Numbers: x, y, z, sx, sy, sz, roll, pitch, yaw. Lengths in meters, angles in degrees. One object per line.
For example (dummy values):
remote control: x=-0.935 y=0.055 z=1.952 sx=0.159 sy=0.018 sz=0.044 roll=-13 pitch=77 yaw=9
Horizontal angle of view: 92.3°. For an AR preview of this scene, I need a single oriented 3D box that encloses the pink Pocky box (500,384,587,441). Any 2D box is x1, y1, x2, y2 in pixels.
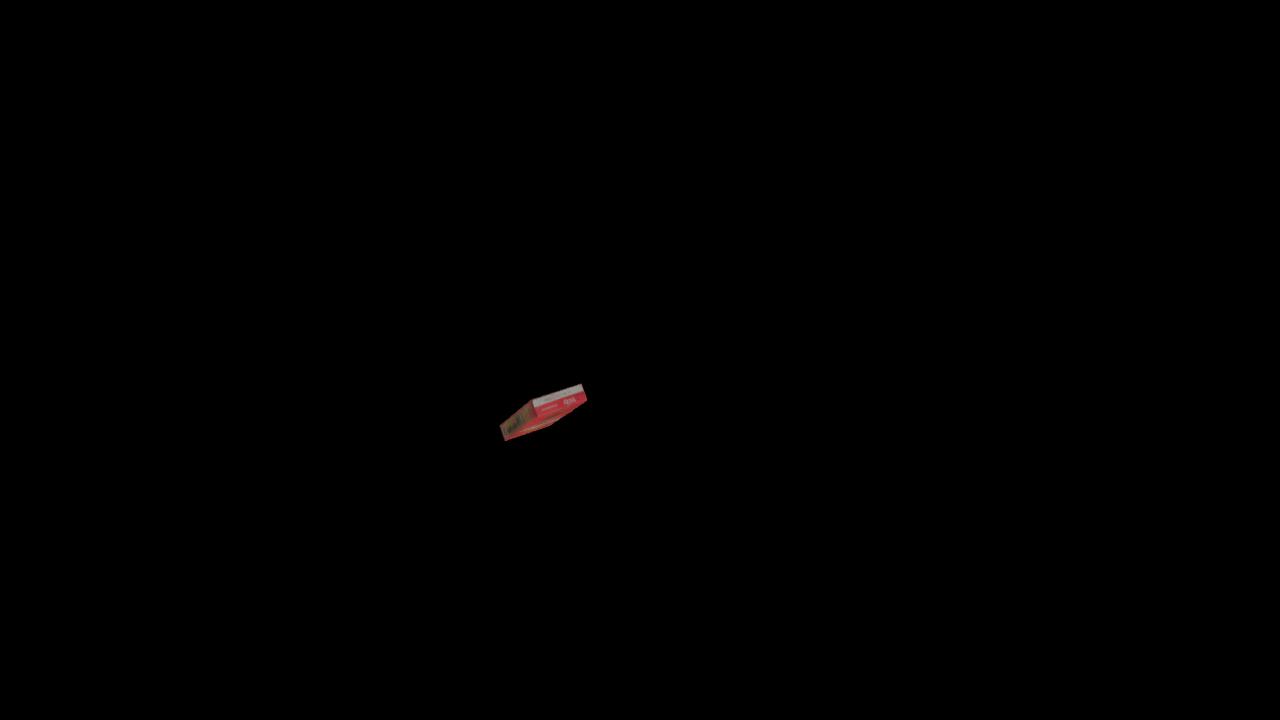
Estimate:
pink Pocky box: x=-0.146 y=0.080 z=0.915 sx=0.084 sy=0.029 sz=0.155 roll=-17 pitch=-10 yaw=-34
